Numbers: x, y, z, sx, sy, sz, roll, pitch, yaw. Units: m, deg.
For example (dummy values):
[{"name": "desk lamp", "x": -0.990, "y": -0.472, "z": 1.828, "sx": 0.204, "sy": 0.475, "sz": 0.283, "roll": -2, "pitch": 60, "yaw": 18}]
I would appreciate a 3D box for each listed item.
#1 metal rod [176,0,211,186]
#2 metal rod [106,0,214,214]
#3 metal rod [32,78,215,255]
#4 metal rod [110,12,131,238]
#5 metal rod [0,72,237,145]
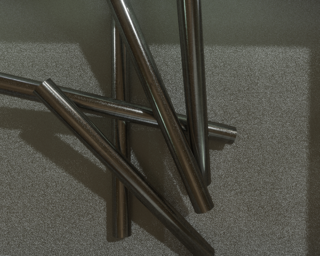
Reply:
[{"name": "metal rod", "x": 0.038, "y": -0.064, "z": 0.346, "sx": 0.025, "sy": 0.025, "sz": 0.298, "roll": -7, "pitch": 114, "yaw": 0}, {"name": "metal rod", "x": -0.003, "y": -0.038, "z": 0.367, "sx": 0.025, "sy": 0.025, "sz": 0.299, "roll": -23, "pitch": 95, "yaw": 0}, {"name": "metal rod", "x": -0.034, "y": 0.062, "z": 0.377, "sx": 0.025, "sy": 0.025, "sz": 0.300, "roll": -42, "pitch": 104, "yaw": 0}, {"name": "metal rod", "x": -0.052, "y": -0.007, "z": 0.410, "sx": 0.025, "sy": 0.025, "sz": 0.298, "roll": 0, "pitch": 90, "yaw": -1}, {"name": "metal rod", "x": -0.048, "y": -0.022, "z": 0.385, "sx": 0.302, "sy": 0.025, "sz": 0.025, "roll": 12, "pitch": 90, "yaw": -11}]
